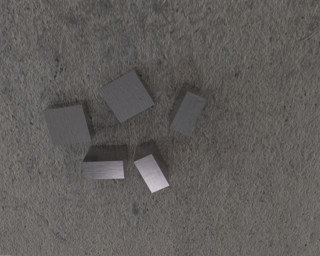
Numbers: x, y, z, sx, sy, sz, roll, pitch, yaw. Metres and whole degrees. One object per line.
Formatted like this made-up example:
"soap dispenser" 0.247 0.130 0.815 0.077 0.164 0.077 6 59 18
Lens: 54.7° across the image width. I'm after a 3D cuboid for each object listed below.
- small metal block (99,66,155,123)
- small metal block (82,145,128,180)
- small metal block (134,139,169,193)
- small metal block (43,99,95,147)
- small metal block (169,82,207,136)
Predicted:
"small metal block" -0.041 -0.042 0.394 0.050 0.025 0.050 -28 108 10
"small metal block" -0.071 0.044 0.412 0.050 0.050 0.025 -2 110 0
"small metal block" -0.010 0.049 0.414 0.025 0.050 0.050 -25 108 9
"small metal block" -0.118 -0.007 0.406 0.050 0.025 0.050 -9 110 3
"small metal block" 0.033 -0.025 0.387 0.025 0.050 0.050 23 109 -8
